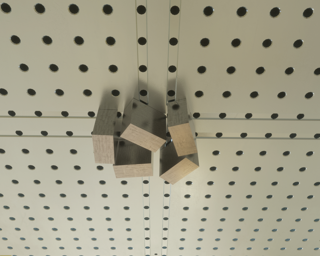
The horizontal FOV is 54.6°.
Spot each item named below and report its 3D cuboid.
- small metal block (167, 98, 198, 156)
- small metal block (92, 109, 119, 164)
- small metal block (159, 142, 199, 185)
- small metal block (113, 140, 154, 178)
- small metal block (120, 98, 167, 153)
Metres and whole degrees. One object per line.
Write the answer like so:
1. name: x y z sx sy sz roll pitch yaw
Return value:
1. small metal block: 0.028 -0.001 0.394 0.025 0.050 0.050 -13 128 10
2. small metal block: -0.070 0.011 0.404 0.025 0.050 0.050 3 131 -2
3. small metal block: 0.026 0.042 0.430 0.025 0.050 0.050 35 122 -25
4. small metal block: -0.035 0.041 0.429 0.050 0.050 0.025 -4 130 3
5. small metal block: -0.020 -0.004 0.392 0.050 0.050 0.025 27 126 -21
